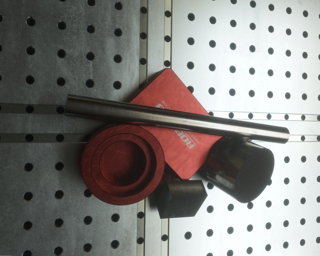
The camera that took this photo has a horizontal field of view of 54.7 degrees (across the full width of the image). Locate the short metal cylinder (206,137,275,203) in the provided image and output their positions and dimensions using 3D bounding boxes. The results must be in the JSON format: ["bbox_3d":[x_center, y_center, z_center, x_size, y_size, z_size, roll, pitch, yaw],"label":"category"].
[{"bbox_3d":[0.111,0.055,0.426,0.081,0.050,0.079,-16,118,-32],"label":"short metal cylinder"}]

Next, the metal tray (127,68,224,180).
[{"bbox_3d":[0.018,-0.004,0.419,0.090,0.030,0.130,-45,105,-15],"label":"metal tray"}]

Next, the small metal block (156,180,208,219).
[{"bbox_3d":[0.028,0.094,0.410,0.050,0.025,0.050,3,132,-21],"label":"small metal block"}]

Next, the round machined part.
[{"bbox_3d":[-0.047,0.041,0.382,0.099,0.042,0.097,-2,97,-15],"label":"round machined part"}]

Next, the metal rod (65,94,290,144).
[{"bbox_3d":[0.037,-0.007,0.394,0.302,0.025,0.025,7,88,-20],"label":"metal rod"}]
